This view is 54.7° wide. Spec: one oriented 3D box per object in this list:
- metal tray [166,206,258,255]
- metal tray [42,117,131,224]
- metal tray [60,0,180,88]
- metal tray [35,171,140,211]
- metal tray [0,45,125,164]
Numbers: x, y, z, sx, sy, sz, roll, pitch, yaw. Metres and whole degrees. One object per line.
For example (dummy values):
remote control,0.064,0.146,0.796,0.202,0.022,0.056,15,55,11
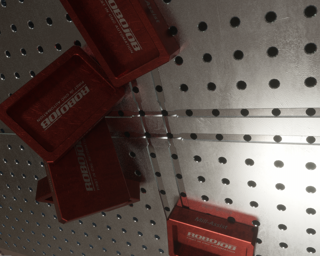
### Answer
metal tray,0.077,0.178,0.475,0.130,0.030,0.089,10,123,22
metal tray,-0.103,0.051,0.416,0.030,0.091,0.129,-43,63,56
metal tray,-0.048,-0.121,0.356,0.090,0.030,0.130,-21,108,35
metal tray,-0.106,0.096,0.471,0.090,0.030,0.131,-27,144,37
metal tray,-0.120,-0.030,0.388,0.090,0.130,0.030,44,160,-3
